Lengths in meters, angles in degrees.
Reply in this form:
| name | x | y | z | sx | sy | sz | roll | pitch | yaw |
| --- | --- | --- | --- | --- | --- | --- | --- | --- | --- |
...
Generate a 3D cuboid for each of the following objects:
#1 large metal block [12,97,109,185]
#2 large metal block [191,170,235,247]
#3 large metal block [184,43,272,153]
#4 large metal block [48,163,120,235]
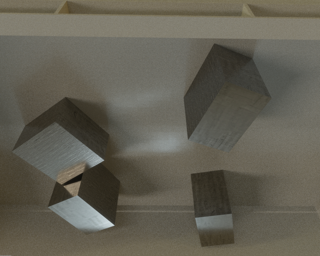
| name | x | y | z | sx | sy | sz | roll | pitch | yaw |
| --- | --- | --- | --- | --- | --- | --- | --- | --- | --- |
| large metal block | -0.127 | 0.019 | 0.408 | 0.080 | 0.050 | 0.080 | -30 | 124 | 23 |
| large metal block | 0.081 | 0.124 | 0.479 | 0.050 | 0.080 | 0.080 | -9 | 130 | 7 |
| large metal block | 0.069 | -0.034 | 0.345 | 0.050 | 0.080 | 0.079 | 18 | 128 | -14 |
| large metal block | -0.106 | 0.095 | 0.453 | 0.050 | 0.080 | 0.080 | -24 | 126 | 19 |
